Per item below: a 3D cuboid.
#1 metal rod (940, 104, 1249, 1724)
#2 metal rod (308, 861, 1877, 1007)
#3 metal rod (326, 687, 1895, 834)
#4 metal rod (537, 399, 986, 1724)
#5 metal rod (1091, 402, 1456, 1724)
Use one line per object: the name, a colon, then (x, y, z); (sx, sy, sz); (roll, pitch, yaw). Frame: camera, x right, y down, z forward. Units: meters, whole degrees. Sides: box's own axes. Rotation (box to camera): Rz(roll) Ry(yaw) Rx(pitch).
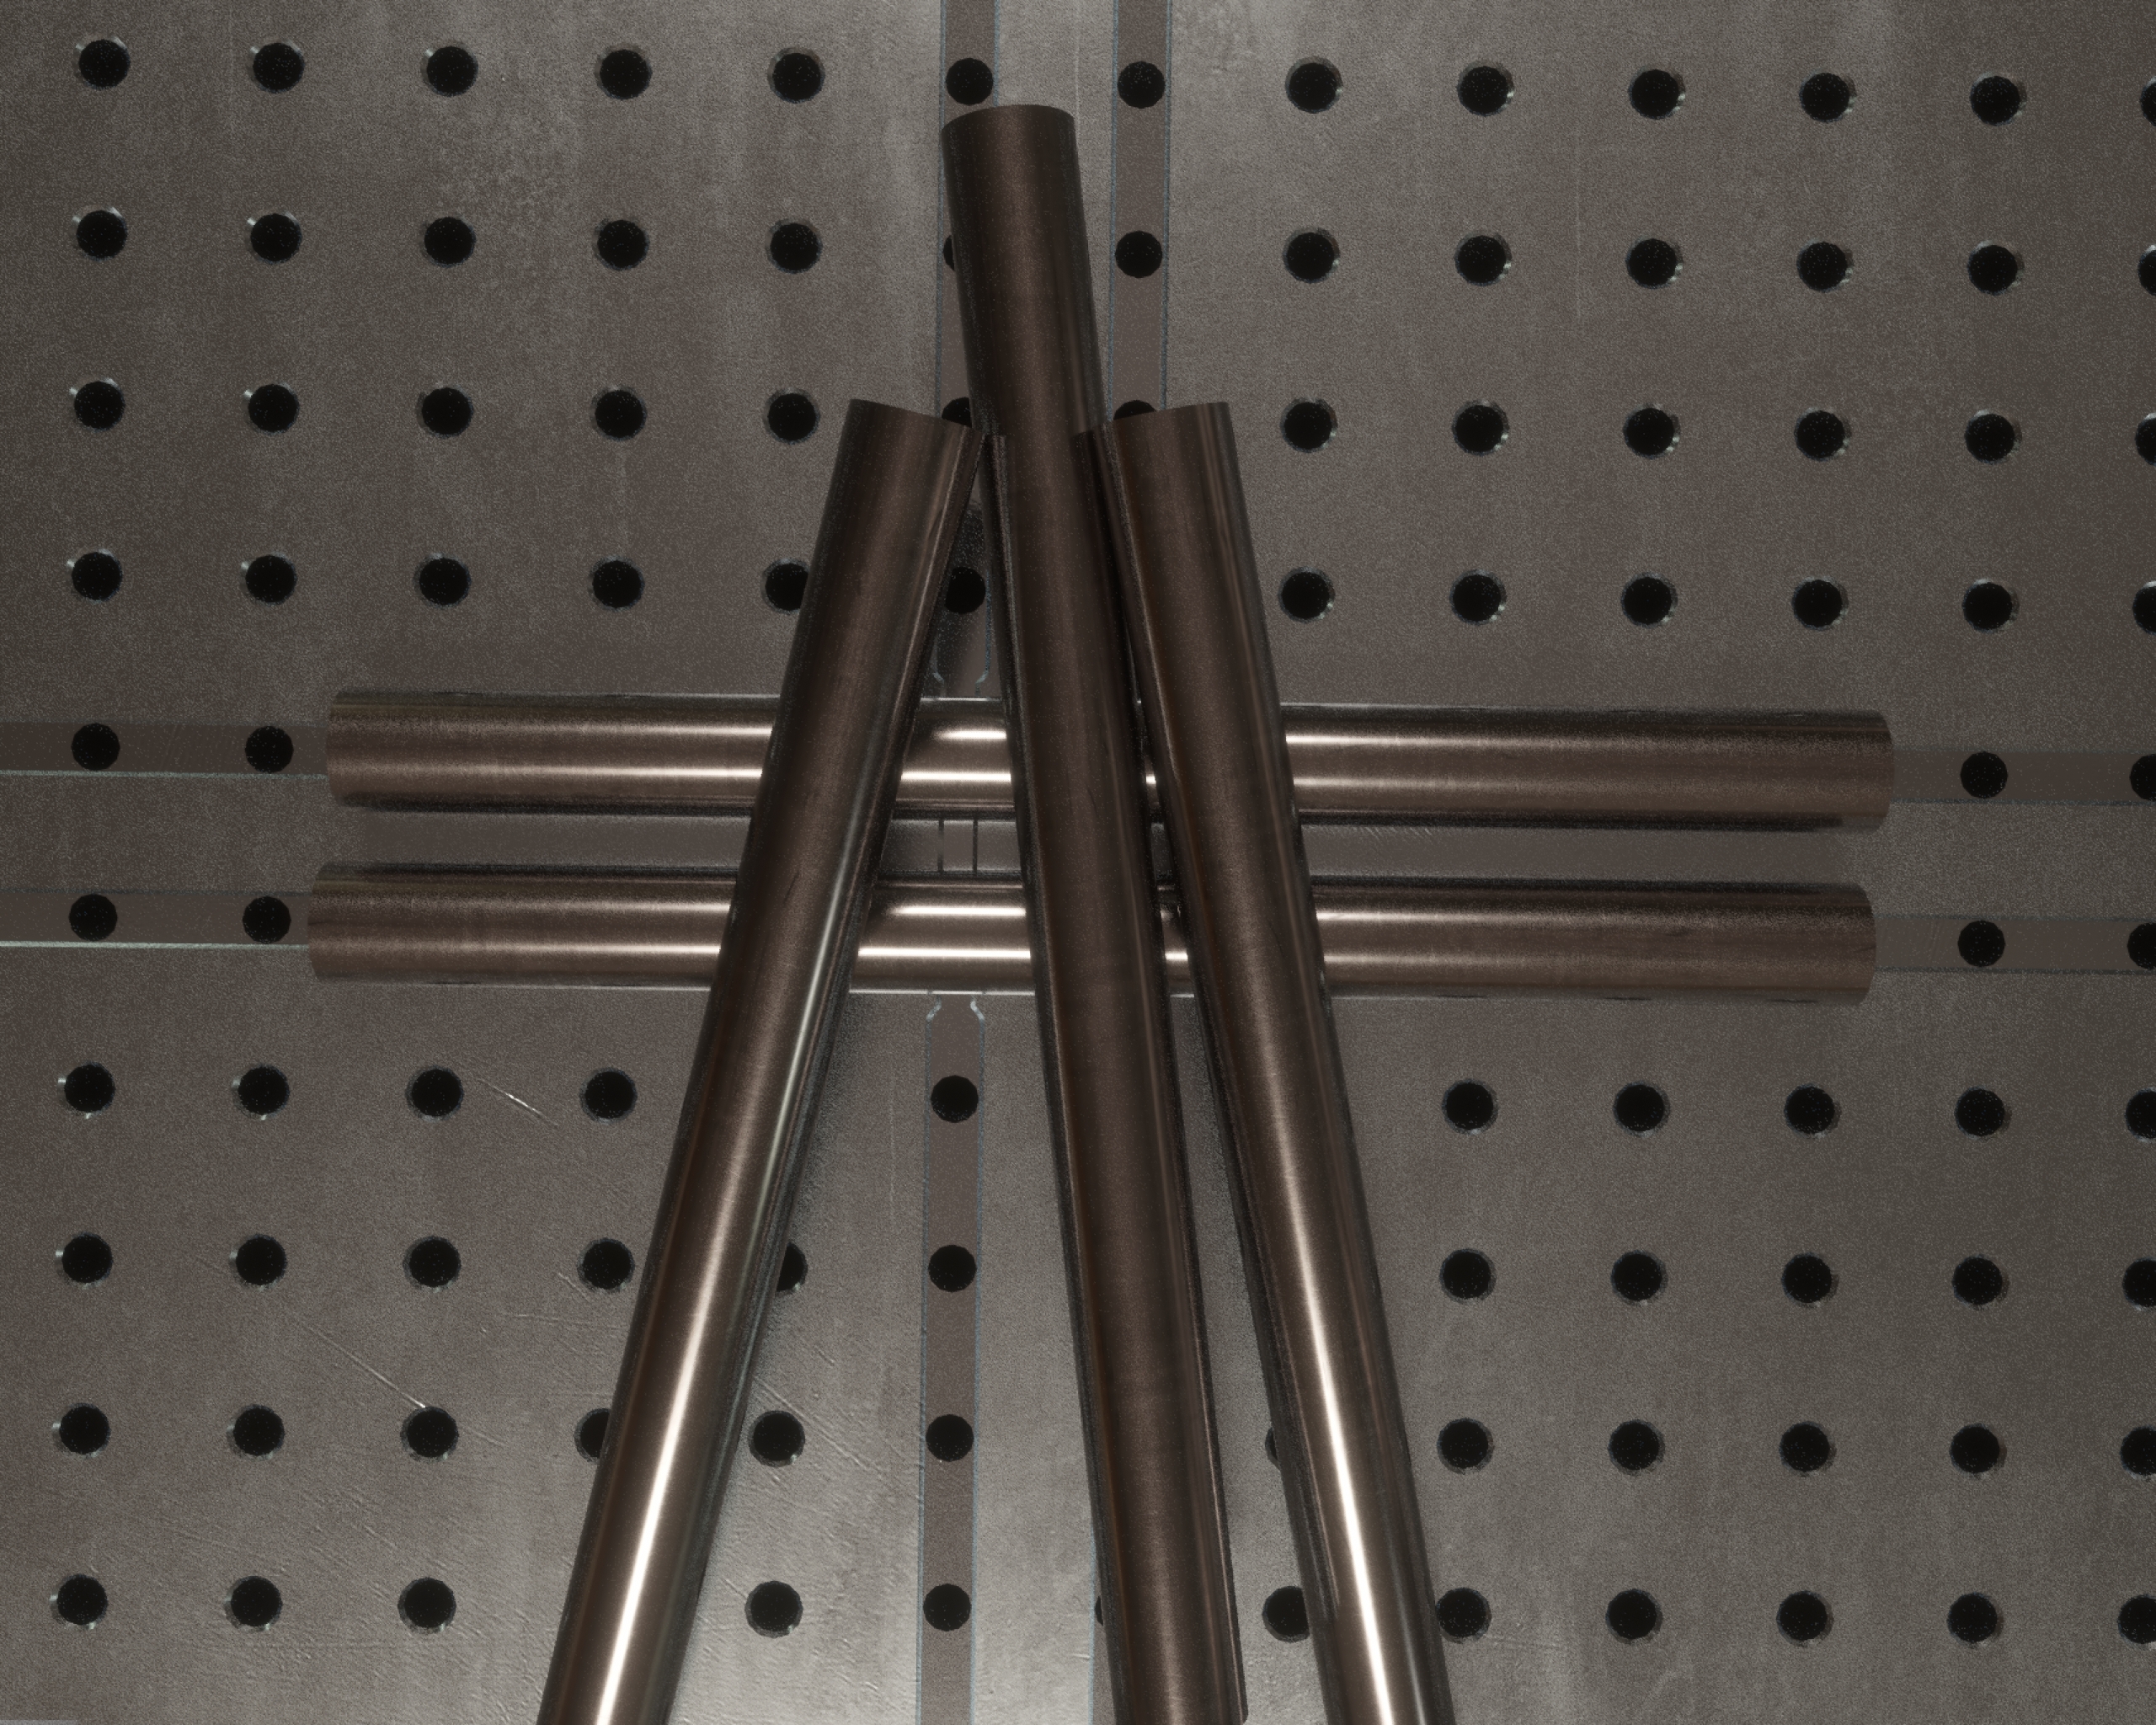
metal rod: (0.003, 0.012, 0.389); (0.025, 0.025, 0.298); (-6, 90, 0)
metal rod: (0.003, 0.014, 0.414); (0.302, 0.025, 0.025); (1, 90, -1)
metal rod: (0.007, -0.020, 0.414); (0.302, 0.025, 0.025); (1, 90, -1)
metal rod: (-0.066, 0.063, 0.394); (0.025, 0.025, 0.298); (14, 97, -1)
metal rod: (0.042, 0.065, 0.395); (0.025, 0.025, 0.298); (-11, 97, 0)
